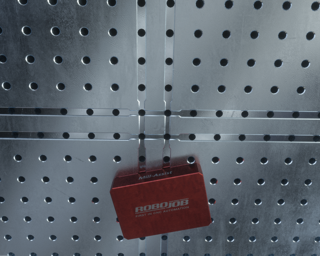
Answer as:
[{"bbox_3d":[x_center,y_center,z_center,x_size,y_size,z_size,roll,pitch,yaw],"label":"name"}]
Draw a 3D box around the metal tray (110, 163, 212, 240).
[{"bbox_3d":[0.003,0.107,0.451,0.131,0.030,0.089,-11,110,3],"label":"metal tray"}]
